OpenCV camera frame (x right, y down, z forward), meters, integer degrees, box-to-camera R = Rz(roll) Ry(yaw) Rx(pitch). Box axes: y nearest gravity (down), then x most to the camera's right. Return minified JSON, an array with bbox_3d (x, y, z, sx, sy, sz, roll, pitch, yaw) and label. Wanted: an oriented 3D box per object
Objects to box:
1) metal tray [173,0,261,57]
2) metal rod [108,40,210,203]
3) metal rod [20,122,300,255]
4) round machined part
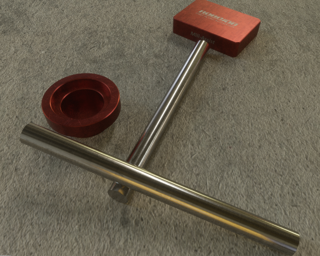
[{"bbox_3d":[0.100,-0.183,0.555,0.130,0.030,0.090,30,56,22],"label":"metal tray"},{"bbox_3d":[0.012,-0.030,0.428,0.025,0.025,0.301,18,52,14],"label":"metal rod"},{"bbox_3d":[-0.006,0.060,0.324,0.301,0.025,0.025,22,53,6],"label":"metal rod"},{"bbox_3d":[-0.101,-0.025,0.412,0.099,0.042,0.098,0,50,0],"label":"round machined part"}]
